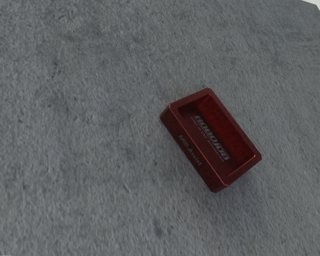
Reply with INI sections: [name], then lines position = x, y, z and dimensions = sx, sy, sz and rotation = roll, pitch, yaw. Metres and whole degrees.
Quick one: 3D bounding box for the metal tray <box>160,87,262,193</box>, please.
[metal tray]
position = 0.072, 0.013, 0.433
dimensions = 0.091, 0.030, 0.130
rotation = -27, 76, -37
